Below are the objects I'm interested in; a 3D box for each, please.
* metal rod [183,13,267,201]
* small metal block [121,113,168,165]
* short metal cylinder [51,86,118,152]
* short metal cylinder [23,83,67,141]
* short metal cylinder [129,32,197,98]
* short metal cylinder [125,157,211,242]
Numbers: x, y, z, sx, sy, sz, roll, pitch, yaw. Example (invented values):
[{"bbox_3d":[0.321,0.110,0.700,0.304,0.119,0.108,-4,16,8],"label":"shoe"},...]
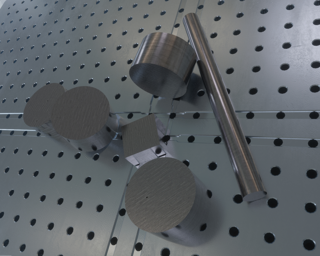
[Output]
[{"bbox_3d":[0.072,-0.050,0.401,0.025,0.025,0.299,-22,53,15],"label":"metal rod"},{"bbox_3d":[-0.021,0.015,0.410,0.050,0.025,0.050,-22,53,14],"label":"small metal block"},{"bbox_3d":[-0.105,-0.012,0.438,0.080,0.050,0.080,-2,67,5],"label":"short metal cylinder"},{"bbox_3d":[-0.168,-0.025,0.496,0.080,0.050,0.080,-13,56,21],"label":"short metal cylinder"},{"bbox_3d":[0.005,-0.083,0.422,0.080,0.080,0.050,6,65,31],"label":"short metal cylinder"},{"bbox_3d":[0.009,0.078,0.339,0.080,0.050,0.080,-13,56,21],"label":"short metal cylinder"}]
